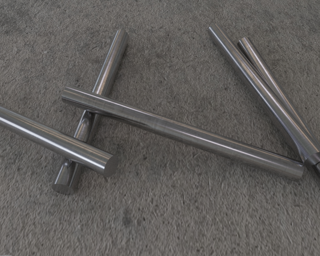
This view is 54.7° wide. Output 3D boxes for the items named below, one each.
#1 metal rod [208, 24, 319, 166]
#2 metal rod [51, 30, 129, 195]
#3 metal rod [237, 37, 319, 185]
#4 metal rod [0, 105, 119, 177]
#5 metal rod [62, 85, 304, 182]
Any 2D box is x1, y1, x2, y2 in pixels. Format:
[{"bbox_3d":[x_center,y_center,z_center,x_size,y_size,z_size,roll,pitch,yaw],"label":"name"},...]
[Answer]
[{"bbox_3d":[0.135,-0.069,0.449,0.025,0.025,0.300,-12,47,-10],"label":"metal rod"},{"bbox_3d":[-0.087,-0.045,0.440,0.025,0.025,0.300,6,50,5],"label":"metal rod"},{"bbox_3d":[0.172,-0.030,0.429,0.025,0.025,0.300,-9,51,-7],"label":"metal rod"},{"bbox_3d":[-0.180,-0.007,0.386,0.301,0.025,0.025,20,53,24],"label":"metal rod"},{"bbox_3d":[0.021,0.004,0.381,0.301,0.025,0.025,19,52,8],"label":"metal rod"}]
